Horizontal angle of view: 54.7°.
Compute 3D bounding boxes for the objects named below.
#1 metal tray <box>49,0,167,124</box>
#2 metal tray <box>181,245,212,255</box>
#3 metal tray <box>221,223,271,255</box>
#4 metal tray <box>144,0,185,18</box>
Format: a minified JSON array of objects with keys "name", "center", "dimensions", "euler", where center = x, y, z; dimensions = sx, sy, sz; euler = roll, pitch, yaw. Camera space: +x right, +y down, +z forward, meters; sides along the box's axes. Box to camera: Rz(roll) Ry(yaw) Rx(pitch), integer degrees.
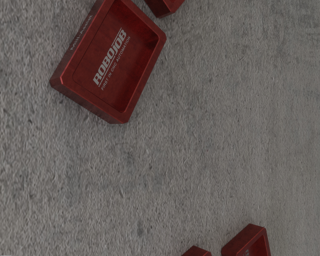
[{"name":"metal tray","center":[-0.053,-0.080,0.355],"dimensions":[0.090,0.030,0.130],"euler":[36,68,-34]},{"name":"metal tray","center":[0.047,0.250,0.441],"dimensions":[0.091,0.030,0.129],"euler":[-26,106,-37]},{"name":"metal tray","center":[0.155,0.244,0.531],"dimensions":[0.091,0.030,0.129],"euler":[-23,105,-38]},{"name":"metal tray","center":[-0.007,-0.220,0.394],"dimensions":[0.130,0.030,0.090],"euler":[49,61,-29]}]
